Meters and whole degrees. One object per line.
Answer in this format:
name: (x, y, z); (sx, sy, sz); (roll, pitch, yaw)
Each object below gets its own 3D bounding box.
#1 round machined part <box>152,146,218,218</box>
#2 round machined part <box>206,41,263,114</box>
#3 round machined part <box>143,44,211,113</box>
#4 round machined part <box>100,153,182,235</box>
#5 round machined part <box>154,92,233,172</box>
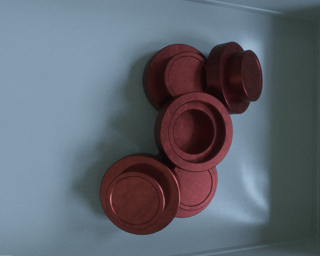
round machined part: (0.035, 0.072, 0.414); (0.099, 0.042, 0.097); (0, 90, -21)
round machined part: (0.106, -0.068, 0.417); (0.099, 0.042, 0.097); (5, 84, -50)
round machined part: (0.030, -0.063, 0.411); (0.099, 0.042, 0.097); (0, 90, -21)
round machined part: (-0.025, 0.081, 0.369); (0.098, 0.042, 0.097); (1, 94, 9)
round machined part: (0.039, 0.005, 0.392); (0.099, 0.042, 0.097); (0, 90, -21)
